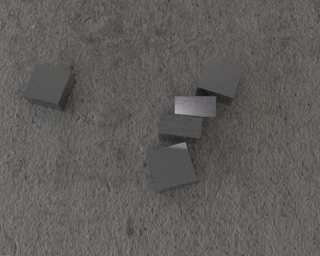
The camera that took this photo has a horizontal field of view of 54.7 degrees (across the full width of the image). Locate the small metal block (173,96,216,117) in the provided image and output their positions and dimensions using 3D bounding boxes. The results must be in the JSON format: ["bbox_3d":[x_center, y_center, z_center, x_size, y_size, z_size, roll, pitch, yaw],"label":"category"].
[{"bbox_3d":[0.043,-0.029,0.403,0.050,0.050,0.025,0,97,0],"label":"small metal block"}]

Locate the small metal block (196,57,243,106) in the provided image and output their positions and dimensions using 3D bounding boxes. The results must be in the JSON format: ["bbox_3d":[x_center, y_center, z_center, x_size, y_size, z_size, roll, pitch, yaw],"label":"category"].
[{"bbox_3d":[0.083,-0.065,0.432,0.050,0.025,0.050,19,71,6],"label":"small metal block"}]

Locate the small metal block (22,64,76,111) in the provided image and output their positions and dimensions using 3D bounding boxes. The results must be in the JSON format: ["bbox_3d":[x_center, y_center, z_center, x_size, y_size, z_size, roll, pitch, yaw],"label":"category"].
[{"bbox_3d":[-0.152,-0.056,0.427,0.050,0.025,0.050,14,71,5],"label":"small metal block"}]

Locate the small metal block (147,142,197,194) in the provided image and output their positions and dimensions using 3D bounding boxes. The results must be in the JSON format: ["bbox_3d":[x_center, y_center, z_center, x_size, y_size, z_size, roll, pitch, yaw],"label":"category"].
[{"bbox_3d":[0.014,0.050,0.390,0.050,0.025,0.050,-14,71,-5],"label":"small metal block"}]

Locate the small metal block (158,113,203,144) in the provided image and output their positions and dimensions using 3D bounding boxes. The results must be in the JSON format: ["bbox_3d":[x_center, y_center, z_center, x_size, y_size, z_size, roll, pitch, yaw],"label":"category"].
[{"bbox_3d":[0.025,0.002,0.392,0.050,0.050,0.025,6,79,2],"label":"small metal block"}]
